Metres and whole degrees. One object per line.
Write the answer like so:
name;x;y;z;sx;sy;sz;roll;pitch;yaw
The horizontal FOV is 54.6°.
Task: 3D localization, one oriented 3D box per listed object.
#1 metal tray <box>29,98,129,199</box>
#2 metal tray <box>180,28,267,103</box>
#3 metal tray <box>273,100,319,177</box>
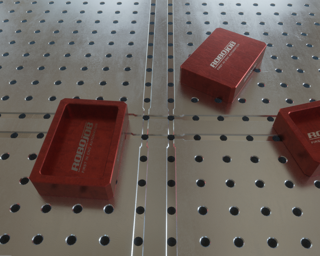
metal tray;-0.094;0.020;0.386;0.090;0.030;0.130;4;50;3
metal tray;0.101;-0.105;0.493;0.090;0.030;0.130;27;55;20
metal tray;0.228;0.004;0.401;0.131;0.030;0.090;-12;51;-10
